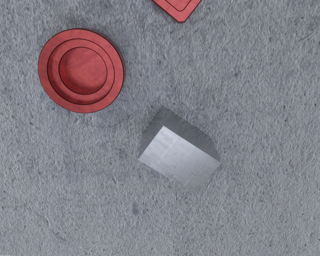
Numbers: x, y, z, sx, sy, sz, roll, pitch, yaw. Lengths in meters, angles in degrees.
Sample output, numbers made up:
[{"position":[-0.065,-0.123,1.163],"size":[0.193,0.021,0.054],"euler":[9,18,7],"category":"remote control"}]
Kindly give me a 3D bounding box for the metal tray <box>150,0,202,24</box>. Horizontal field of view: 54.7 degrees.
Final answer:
[{"position":[0.003,-0.193,0.347],"size":[0.130,0.030,0.090],"euler":[38,103,-8],"category":"metal tray"}]

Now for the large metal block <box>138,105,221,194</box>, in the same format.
[{"position":[0.022,0.024,0.390],"size":[0.080,0.080,0.050],"euler":[33,107,-12],"category":"large metal block"}]

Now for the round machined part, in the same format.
[{"position":[-0.090,-0.070,0.374],"size":[0.099,0.042,0.097],"euler":[0,110,0],"category":"round machined part"}]
